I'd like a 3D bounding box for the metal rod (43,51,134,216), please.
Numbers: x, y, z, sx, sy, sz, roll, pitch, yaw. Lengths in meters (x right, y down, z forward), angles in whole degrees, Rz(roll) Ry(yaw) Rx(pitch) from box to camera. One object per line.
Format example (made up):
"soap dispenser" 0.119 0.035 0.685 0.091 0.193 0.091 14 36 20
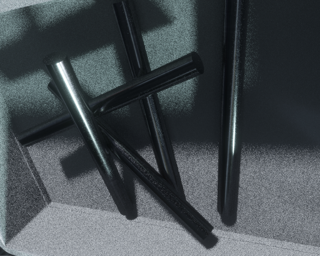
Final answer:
"metal rod" -0.082 0.033 0.418 0.025 0.025 0.298 10 139 22

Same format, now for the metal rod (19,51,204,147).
"metal rod" -0.082 -0.025 0.395 0.300 0.025 0.025 -19 109 31

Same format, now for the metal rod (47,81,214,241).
"metal rod" -0.045 0.038 0.430 0.300 0.025 0.025 44 129 6

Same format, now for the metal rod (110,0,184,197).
"metal rod" -0.007 -0.009 0.405 0.025 0.025 0.298 -1 118 28

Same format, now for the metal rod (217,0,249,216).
"metal rod" 0.081 -0.016 0.355 0.025 0.025 0.298 9 123 23
